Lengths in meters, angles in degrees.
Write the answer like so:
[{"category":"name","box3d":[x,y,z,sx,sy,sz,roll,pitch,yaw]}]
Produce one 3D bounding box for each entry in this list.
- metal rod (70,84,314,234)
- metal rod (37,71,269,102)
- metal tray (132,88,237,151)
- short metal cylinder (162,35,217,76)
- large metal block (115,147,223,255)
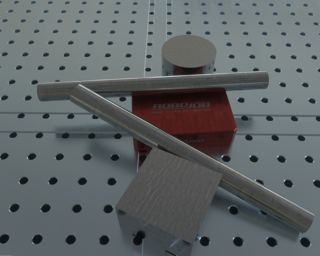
[{"category":"metal rod","box3d":[0.026,0.028,0.354,0.301,0.025,0.025,29,55,11]},{"category":"metal rod","box3d":[-0.006,-0.056,0.415,0.302,0.025,0.025,-4,50,-3]},{"category":"metal tray","box3d":[0.029,-0.018,0.419,0.131,0.030,0.090,-3,50,-3]},{"category":"short metal cylinder","box3d":[0.043,-0.098,0.474,0.081,0.050,0.080,0,50,0]},{"category":"large metal block","box3d":[0.011,0.078,0.326,0.080,0.050,0.080,21,53,16]}]
